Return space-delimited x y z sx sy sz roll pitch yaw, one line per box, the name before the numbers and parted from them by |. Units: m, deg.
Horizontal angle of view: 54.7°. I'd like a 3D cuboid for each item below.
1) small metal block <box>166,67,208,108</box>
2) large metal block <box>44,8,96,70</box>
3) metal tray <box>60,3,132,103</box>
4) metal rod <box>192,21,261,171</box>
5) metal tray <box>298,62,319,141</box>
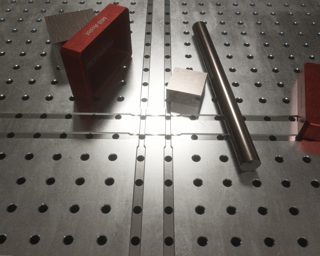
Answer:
small metal block | 0.040 -0.061 0.459 0.050 0.025 0.050 12 51 10
large metal block | -0.139 -0.150 0.515 0.081 0.050 0.080 -16 52 -14
metal tray | -0.087 -0.111 0.457 0.030 0.089 0.130 19 53 15
metal rod | 0.090 -0.069 0.466 0.025 0.025 0.300 -5 50 -5
metal tray | 0.247 -0.035 0.438 0.090 0.030 0.130 12 51 10
